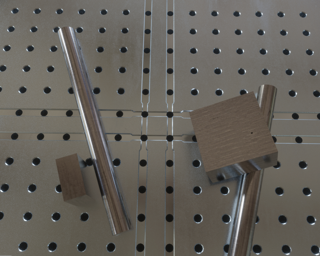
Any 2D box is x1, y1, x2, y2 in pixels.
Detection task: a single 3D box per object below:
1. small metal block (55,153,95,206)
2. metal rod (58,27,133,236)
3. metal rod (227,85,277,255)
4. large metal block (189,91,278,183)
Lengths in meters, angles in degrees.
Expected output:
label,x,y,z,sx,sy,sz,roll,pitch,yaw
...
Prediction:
label,x,y,z,sx,sy,sz,roll,pitch,yaw
small metal block,-0.101,0.064,0.374,0.025,0.050,0.050,-16,71,-6
metal rod,-0.092,-0.010,0.414,0.025,0.025,0.299,-18,71,-6
metal rod,0.111,0.081,0.382,0.025,0.025,0.299,15,70,5
large metal block,0.089,0.013,0.378,0.080,0.050,0.080,-18,62,10
